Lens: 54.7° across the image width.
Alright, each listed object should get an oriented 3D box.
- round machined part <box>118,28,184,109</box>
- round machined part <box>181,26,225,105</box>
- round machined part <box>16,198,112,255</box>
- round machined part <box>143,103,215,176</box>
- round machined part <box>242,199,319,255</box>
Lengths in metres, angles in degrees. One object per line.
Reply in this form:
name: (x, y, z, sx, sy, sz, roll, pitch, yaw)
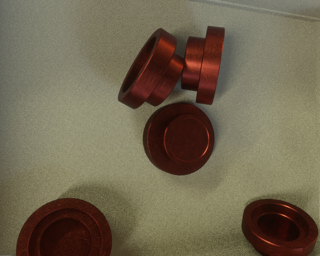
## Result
round machined part: (-0.007, -0.065, 0.369, 0.042, 0.098, 0.098, 29, 81, -18)
round machined part: (0.053, -0.080, 0.397, 0.042, 0.098, 0.097, 9, 87, 6)
round machined part: (-0.107, 0.132, 0.351, 0.099, 0.042, 0.098, 6, 67, -15)
round machined part: (0.030, 0.015, 0.412, 0.099, 0.042, 0.097, 0, 90, -20)
round machined part: (0.165, 0.148, 0.438, 0.099, 0.098, 0.042, -8, 117, -20)
